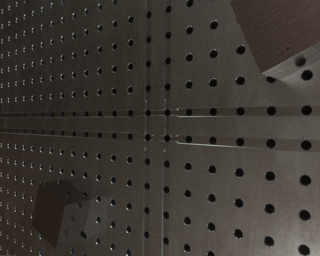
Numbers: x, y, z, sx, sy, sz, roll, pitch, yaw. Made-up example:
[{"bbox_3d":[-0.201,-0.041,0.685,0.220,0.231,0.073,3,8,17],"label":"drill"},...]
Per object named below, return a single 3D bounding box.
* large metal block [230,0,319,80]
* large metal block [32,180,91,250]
[{"bbox_3d":[0.125,-0.102,0.289,0.080,0.050,0.080,-29,72,36],"label":"large metal block"},{"bbox_3d":[-0.170,0.145,0.530,0.080,0.050,0.079,23,105,37],"label":"large metal block"}]
